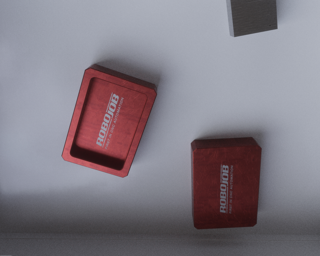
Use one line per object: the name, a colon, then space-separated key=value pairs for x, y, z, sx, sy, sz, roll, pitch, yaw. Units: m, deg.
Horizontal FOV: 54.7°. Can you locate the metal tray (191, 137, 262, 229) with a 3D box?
metal tray: x=0.091 y=0.080 z=0.440 sx=0.091 sy=0.030 sz=0.129 roll=-3 pitch=110 yaw=0

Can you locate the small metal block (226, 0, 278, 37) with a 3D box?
small metal block: x=0.107 y=-0.137 z=0.362 sx=0.050 sy=0.025 sz=0.050 roll=-10 pitch=110 yaw=4

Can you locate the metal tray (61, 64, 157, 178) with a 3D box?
metal tray: x=-0.066 y=-0.007 z=0.404 sx=0.091 sy=0.030 sz=0.129 roll=18 pitch=109 yaw=-7
